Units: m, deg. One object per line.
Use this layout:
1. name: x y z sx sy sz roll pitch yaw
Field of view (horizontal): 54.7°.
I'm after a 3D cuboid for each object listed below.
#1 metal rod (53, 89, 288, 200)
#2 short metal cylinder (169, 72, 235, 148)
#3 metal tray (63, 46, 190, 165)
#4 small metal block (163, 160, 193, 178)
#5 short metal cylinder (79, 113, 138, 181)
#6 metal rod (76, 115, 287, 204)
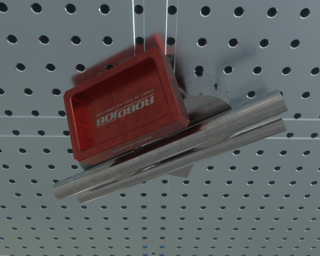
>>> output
1. metal rod: -0.003 0.028 0.368 0.300 0.025 0.025 -23 127 18
2. short metal cylinder: 0.046 -0.021 0.378 0.081 0.050 0.079 0 130 0
3. metal tray: -0.042 -0.022 0.347 0.130 0.090 0.030 -23 159 17
4. small metal block: 0.022 0.043 0.447 0.050 0.025 0.050 11 129 -10
5. short metal cylinder: -0.065 0.026 0.416 0.081 0.050 0.079 0 130 0
6. metal rod: 0.015 0.046 0.417 0.300 0.025 0.025 -22 127 17
